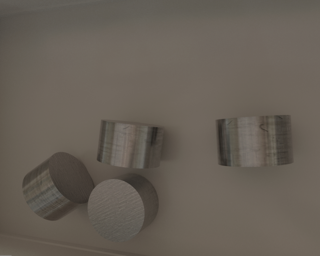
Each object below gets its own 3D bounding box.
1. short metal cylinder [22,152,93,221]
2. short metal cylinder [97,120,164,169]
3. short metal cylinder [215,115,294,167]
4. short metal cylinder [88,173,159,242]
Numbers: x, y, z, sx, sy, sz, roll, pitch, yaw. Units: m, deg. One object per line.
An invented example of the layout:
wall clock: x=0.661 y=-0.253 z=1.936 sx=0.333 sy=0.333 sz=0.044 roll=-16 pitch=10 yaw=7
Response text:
short metal cylinder: x=-0.140 y=0.080 z=0.431 sx=0.050 sy=0.080 sz=0.080 roll=-34 pitch=79 yaw=17
short metal cylinder: x=-0.037 y=0.019 z=0.394 sx=0.080 sy=0.080 sz=0.050 roll=8 pitch=93 yaw=20
short metal cylinder: x=0.104 y=0.013 z=0.344 sx=0.080 sy=0.080 sz=0.050 roll=-4 pitch=89 yaw=20
short metal cylinder: x=-0.048 y=0.104 z=0.414 sx=0.080 sy=0.050 sz=0.080 roll=0 pitch=90 yaw=20
